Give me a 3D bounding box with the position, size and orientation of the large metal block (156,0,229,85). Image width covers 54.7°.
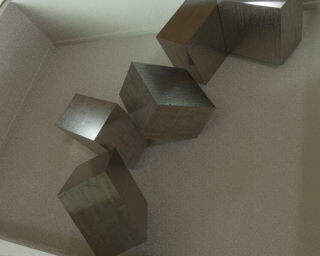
[{"bbox_3d":[0.052,-0.118,0.415,0.050,0.080,0.080,29,78,37],"label":"large metal block"}]

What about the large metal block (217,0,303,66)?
[{"bbox_3d":[0.124,-0.133,0.381,0.080,0.080,0.050,27,67,36],"label":"large metal block"}]

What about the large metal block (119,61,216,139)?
[{"bbox_3d":[0.007,-0.033,0.377,0.080,0.081,0.050,61,137,38],"label":"large metal block"}]

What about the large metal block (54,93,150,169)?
[{"bbox_3d":[-0.072,0.004,0.400,0.080,0.080,0.050,16,69,39],"label":"large metal block"}]

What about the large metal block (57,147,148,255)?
[{"bbox_3d":[-0.054,0.076,0.327,0.050,0.080,0.080,-27,12,4],"label":"large metal block"}]
